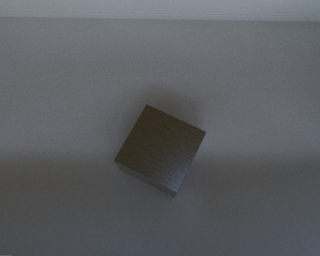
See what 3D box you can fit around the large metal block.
[{"bbox_3d":[0.001,0.029,0.386,0.080,0.050,0.080,26,72,8],"label":"large metal block"}]
